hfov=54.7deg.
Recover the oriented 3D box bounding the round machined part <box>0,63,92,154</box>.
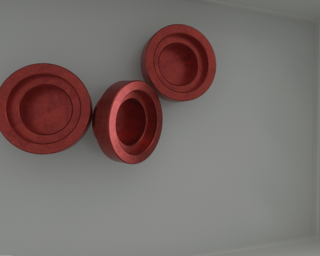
[{"bbox_3d":[-0.126,-0.020,0.348,0.099,0.042,0.097,0,87,-8],"label":"round machined part"}]

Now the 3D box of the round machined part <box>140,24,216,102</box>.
[{"bbox_3d":[0.021,-0.082,0.410,0.099,0.042,0.097,0,90,-21],"label":"round machined part"}]

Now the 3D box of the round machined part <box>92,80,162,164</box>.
[{"bbox_3d":[-0.042,-0.008,0.371,0.099,0.042,0.097,-11,103,-54],"label":"round machined part"}]
